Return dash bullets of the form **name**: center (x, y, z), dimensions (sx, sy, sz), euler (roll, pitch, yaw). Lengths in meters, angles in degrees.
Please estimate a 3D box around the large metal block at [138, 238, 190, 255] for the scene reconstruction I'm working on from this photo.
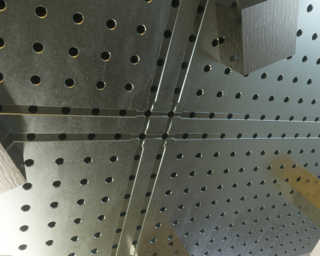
- **large metal block**: center (0.010, 0.257, 0.559), dimensions (0.081, 0.050, 0.080), euler (-16, 125, -19)

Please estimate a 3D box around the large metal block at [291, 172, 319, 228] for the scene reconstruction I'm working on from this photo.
- **large metal block**: center (0.326, 0.153, 0.647), dimensions (0.050, 0.080, 0.080), euler (-33, 129, -6)

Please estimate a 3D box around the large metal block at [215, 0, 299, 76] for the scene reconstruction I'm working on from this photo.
- **large metal block**: center (0.120, -0.123, 0.384), dimensions (0.080, 0.050, 0.080), euler (-24, 127, -14)

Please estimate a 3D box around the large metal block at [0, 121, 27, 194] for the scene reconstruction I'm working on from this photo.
- **large metal block**: center (-0.192, 0.030, 0.308), dimensions (0.080, 0.050, 0.080), euler (-24, 127, -13)
